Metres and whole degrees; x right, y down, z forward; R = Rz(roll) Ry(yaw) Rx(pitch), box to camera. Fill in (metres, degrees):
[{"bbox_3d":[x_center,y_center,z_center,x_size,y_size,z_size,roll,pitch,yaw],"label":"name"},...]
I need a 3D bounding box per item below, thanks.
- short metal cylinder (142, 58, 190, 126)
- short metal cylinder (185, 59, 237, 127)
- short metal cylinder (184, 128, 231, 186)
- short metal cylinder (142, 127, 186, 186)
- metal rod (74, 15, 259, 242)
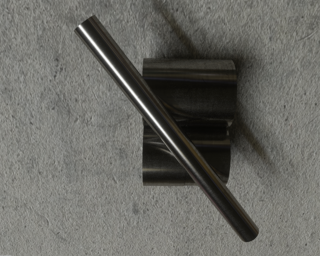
[{"bbox_3d":[0.006,-0.042,0.366,0.050,0.080,0.079,1,110,0],"label":"short metal cylinder"},{"bbox_3d":[0.056,-0.041,0.367,0.050,0.080,0.079,1,110,0],"label":"short metal cylinder"},{"bbox_3d":[0.056,0.033,0.395,0.050,0.080,0.079,1,110,0],"label":"short metal cylinder"},{"bbox_3d":[0.005,0.034,0.394,0.050,0.080,0.079,1,110,0],"label":"short metal cylinder"},{"bbox_3d":[0.019,0.015,0.331,0.025,0.025,0.300,-35,107,12],"label":"metal rod"}]
